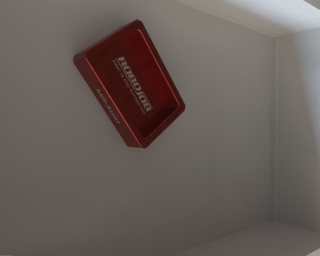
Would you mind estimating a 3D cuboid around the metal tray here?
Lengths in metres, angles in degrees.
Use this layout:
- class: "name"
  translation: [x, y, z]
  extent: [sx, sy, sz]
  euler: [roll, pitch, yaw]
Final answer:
- class: "metal tray"
  translation: [-0.031, -0.051, 0.376]
  extent: [0.090, 0.030, 0.130]
  euler: [-44, 117, -31]
